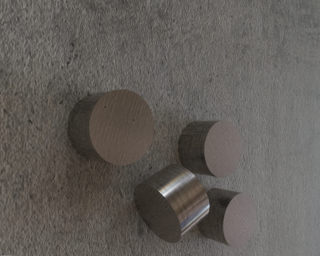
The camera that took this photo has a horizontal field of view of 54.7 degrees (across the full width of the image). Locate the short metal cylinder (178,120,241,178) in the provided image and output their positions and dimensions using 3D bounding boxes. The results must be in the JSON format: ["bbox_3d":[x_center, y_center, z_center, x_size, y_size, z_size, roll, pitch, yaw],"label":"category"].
[{"bbox_3d":[0.073,0.029,0.449,0.081,0.050,0.080,0,90,-40],"label":"short metal cylinder"}]

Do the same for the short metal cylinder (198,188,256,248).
[{"bbox_3d":[0.103,0.136,0.475,0.081,0.050,0.080,0,90,-40],"label":"short metal cylinder"}]

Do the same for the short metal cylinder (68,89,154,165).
[{"bbox_3d":[-0.053,-0.001,0.343,0.081,0.050,0.080,0,90,-40],"label":"short metal cylinder"}]

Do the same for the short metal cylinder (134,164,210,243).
[{"bbox_3d":[0.013,0.091,0.380,0.050,0.080,0.080,-29,108,-36],"label":"short metal cylinder"}]
